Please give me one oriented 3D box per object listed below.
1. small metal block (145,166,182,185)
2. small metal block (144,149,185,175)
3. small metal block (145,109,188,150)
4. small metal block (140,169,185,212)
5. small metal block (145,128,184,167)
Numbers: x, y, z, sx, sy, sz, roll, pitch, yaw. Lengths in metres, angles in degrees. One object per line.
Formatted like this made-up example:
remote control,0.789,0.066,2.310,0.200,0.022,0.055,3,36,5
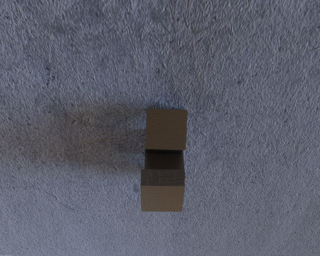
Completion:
small metal block,0.004,0.069,0.451,0.050,0.025,0.050,2,171,-2
small metal block,0.005,0.053,0.404,0.050,0.050,0.025,2,130,-2
small metal block,0.008,0.001,0.394,0.050,0.025,0.050,2,94,-2
small metal block,0.003,0.076,0.375,0.050,0.025,0.050,1,130,-1
small metal block,0.005,0.028,0.433,0.050,0.025,0.050,2,130,-2
